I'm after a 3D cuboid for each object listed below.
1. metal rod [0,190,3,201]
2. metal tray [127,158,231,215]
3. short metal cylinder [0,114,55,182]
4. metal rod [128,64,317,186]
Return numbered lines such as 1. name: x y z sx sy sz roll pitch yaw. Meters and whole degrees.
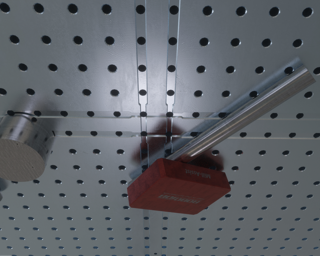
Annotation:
1. metal rod: -0.272 0.002 0.410 0.025 0.025 0.298 -1 130 0
2. metal tray: 0.029 0.092 0.463 0.131 0.030 0.090 17 133 -33
3. short metal cylinder: -0.189 0.027 0.417 0.081 0.050 0.079 0 130 0
4. metal rod: 0.066 0.016 0.425 0.299 0.025 0.025 -37 121 27
